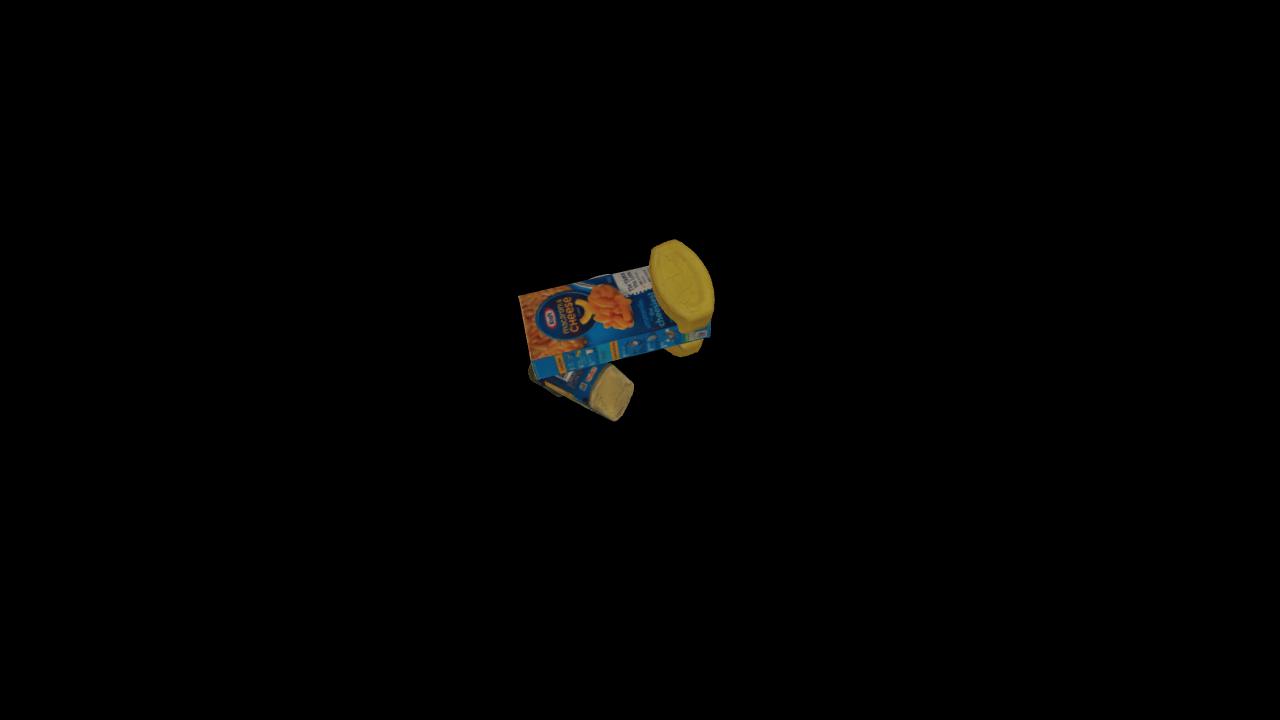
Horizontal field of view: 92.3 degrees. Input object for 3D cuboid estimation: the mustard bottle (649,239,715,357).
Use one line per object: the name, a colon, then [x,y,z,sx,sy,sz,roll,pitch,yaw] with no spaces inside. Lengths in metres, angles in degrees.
mustard bottle: [0.041,-0.051,0.676,0.054,0.092,0.184,-29,-16,-9]

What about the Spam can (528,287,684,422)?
Spam can: [-0.063,0.024,0.701,0.085,0.058,0.101,24,-9,25]

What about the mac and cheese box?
mac and cheese box: [-0.028,-0.045,0.640,0.184,0.093,0.041,-14,-35,-6]

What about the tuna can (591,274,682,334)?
tuna can: [-0.039,-0.057,0.721,0.084,0.084,0.034,0,-29,11]
